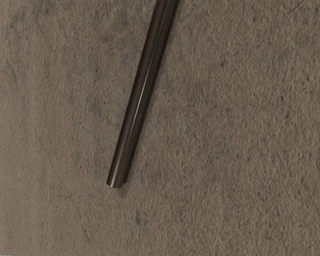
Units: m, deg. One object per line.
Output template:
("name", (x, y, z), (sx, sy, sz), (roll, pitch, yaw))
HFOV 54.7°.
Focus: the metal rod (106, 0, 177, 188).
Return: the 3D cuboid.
("metal rod", (-0.025, -0.056, 0.423), (0.025, 0.025, 0.298), (27, 107, 36))
